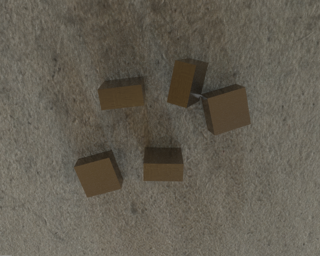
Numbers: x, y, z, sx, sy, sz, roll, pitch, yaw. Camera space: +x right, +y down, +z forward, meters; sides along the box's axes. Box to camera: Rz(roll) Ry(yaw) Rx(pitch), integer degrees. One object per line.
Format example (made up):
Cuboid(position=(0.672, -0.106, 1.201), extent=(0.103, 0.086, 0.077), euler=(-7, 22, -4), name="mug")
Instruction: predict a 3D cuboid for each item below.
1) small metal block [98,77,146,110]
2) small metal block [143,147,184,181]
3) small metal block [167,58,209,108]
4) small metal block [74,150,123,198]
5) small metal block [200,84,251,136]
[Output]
Cuboid(position=(-0.045, -0.044, 0.380), extent=(0.050, 0.050, 0.025), euler=(-6, 110, 2), name="small metal block")
Cuboid(position=(0.004, 0.048, 0.414), extent=(0.050, 0.050, 0.025), euler=(1, 110, -1), name="small metal block")
Cuboid(position=(0.034, -0.056, 0.373), extent=(0.025, 0.050, 0.050), euler=(18, 111, 19), name="small metal block")
Cuboid(position=(-0.084, 0.064, 0.432), extent=(0.050, 0.025, 0.050), euler=(-16, 110, 5), name="small metal block")
Cuboid(position=(0.084, -0.024, 0.397), extent=(0.050, 0.025, 0.050), euler=(-17, 110, -8), name="small metal block")
